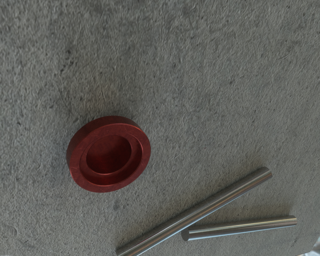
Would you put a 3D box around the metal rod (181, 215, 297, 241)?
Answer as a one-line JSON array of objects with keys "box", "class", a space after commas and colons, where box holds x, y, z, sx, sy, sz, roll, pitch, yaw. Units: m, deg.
[{"box": [0.173, 0.200, 0.628, 0.302, 0.025, 0.025, 5, 116, -31], "class": "metal rod"}]

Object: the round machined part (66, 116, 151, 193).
[{"box": [-0.065, 0.028, 0.379, 0.099, 0.042, 0.097, -14, 125, -21], "class": "round machined part"}]

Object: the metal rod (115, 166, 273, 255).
[{"box": [0.066, 0.146, 0.535, 0.302, 0.025, 0.025, -26, 128, -13], "class": "metal rod"}]
